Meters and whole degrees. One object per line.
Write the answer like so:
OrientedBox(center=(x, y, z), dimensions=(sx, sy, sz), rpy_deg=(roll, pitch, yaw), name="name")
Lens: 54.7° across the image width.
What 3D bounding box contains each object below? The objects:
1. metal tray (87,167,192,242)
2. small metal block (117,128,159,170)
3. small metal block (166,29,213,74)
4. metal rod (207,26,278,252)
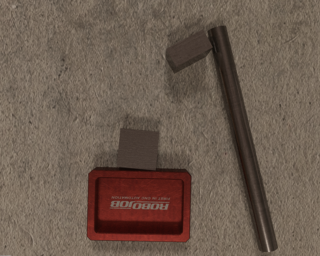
OrientedBox(center=(-0.026, 0.099, 0.407), dimensions=(0.131, 0.030, 0.089), rpy_deg=(1, 90, -1), name="metal tray")
OrientedBox(center=(-0.028, 0.027, 0.410), dimensions=(0.050, 0.025, 0.050), rpy_deg=(6, 90, -1), name="small metal block")
OrientedBox(center=(0.036, -0.097, 0.398), dimensions=(0.050, 0.050, 0.025), rpy_deg=(-28, 90, 0), name="small metal block")
OrientedBox(center=(0.110, 0.014, 0.411), dimensions=(0.025, 0.025, 0.298), rpy_deg=(-13, 90, 0), name="metal rod")
